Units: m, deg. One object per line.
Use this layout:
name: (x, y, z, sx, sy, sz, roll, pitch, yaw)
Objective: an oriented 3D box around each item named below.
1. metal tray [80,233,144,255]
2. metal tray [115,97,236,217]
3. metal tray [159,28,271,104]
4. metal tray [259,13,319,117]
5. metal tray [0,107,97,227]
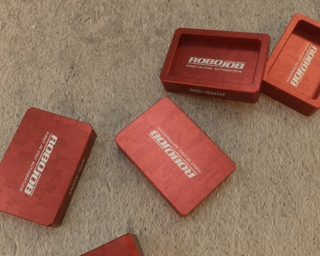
metal tray: (-0.082, 0.151, 0.317, 0.131, 0.090, 0.030, -23, 72, -8)
metal tray: (0.018, 0.034, 0.393, 0.090, 0.030, 0.130, -40, 75, -13)
metal tray: (0.074, -0.087, 0.420, 0.130, 0.030, 0.090, 11, 70, 19)
metal tray: (0.203, -0.092, 0.440, 0.090, 0.030, 0.130, 31, 73, 10)
metal tray: (-0.146, 0.047, 0.387, 0.090, 0.030, 0.130, 16, 71, 6)
